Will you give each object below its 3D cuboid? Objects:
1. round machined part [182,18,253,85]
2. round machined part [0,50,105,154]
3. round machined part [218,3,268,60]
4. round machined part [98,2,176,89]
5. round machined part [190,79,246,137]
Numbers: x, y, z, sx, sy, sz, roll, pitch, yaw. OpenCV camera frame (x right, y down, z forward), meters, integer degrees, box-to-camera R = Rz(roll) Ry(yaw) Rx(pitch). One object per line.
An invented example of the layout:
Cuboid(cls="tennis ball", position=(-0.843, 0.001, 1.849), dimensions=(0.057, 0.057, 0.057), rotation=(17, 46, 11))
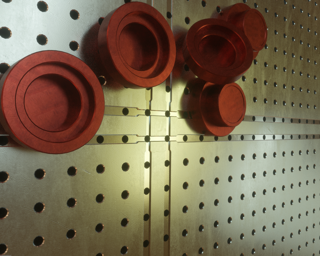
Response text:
Cuboid(cls="round machined part", position=(0.078, -0.104, 0.443), dimensions=(0.099, 0.042, 0.098), rotation=(5, 66, -12))
Cuboid(cls="round machined part", position=(-0.108, -0.024, 0.307), dimensions=(0.099, 0.042, 0.097), rotation=(0, 90, -40))
Cuboid(cls="round machined part", position=(0.142, -0.158, 0.515), dimensions=(0.099, 0.042, 0.097), rotation=(0, 90, -40))
Cuboid(cls="round machined part", position=(-0.031, -0.095, 0.371), dimensions=(0.099, 0.042, 0.097), rotation=(0, 90, -40))
Cuboid(cls="round machined part", position=(0.095, -0.035, 0.477), dimensions=(0.099, 0.042, 0.097), rotation=(0, 90, -40))
